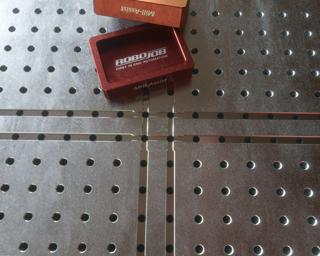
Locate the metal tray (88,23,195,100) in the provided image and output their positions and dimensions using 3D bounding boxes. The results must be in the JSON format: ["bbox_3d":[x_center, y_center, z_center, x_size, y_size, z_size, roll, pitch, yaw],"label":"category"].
[{"bbox_3d":[-0.027,-0.101,0.445,0.131,0.030,0.090,-16,71,-6],"label":"metal tray"}]

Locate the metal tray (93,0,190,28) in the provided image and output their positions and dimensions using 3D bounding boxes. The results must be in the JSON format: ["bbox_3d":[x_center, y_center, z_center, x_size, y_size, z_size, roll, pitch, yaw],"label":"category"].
[{"bbox_3d":[-0.023,-0.192,0.460,0.131,0.030,0.090,10,45,4],"label":"metal tray"}]
